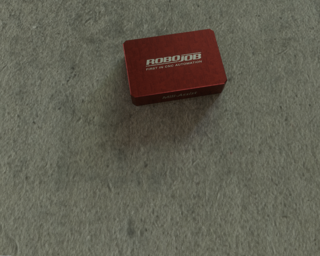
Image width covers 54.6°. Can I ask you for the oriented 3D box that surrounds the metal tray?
[{"bbox_3d":[0.019,-0.086,0.437,0.131,0.030,0.090,-9,70,-4],"label":"metal tray"}]
